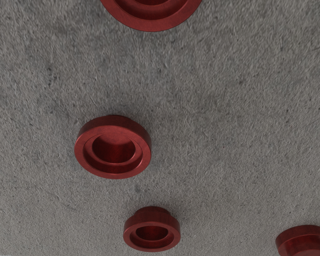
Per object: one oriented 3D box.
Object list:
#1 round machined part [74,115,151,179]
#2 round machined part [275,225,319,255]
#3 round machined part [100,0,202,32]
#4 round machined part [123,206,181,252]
[{"bbox_3d":[-0.060,0.021,0.413,0.099,0.042,0.097,0,130,0],"label":"round machined part"},{"bbox_3d":[0.278,0.232,0.596,0.099,0.042,0.097,0,130,0],"label":"round machined part"},{"bbox_3d":[-0.008,-0.141,0.276,0.099,0.042,0.097,0,130,0],"label":"round machined part"},{"bbox_3d":[-0.014,0.174,0.544,0.099,0.042,0.097,0,130,0],"label":"round machined part"}]
